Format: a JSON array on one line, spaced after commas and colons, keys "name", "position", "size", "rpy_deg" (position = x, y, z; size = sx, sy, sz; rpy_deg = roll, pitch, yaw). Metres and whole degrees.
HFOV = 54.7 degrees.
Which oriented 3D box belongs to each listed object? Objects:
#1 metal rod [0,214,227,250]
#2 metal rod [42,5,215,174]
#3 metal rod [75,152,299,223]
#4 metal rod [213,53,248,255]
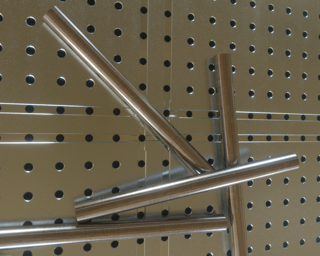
[{"name": "metal rod", "position": [-0.051, 0.130, 0.394], "size": [0.303, 0.025, 0.025], "rpy_deg": [3, 89, -21]}, {"name": "metal rod", "position": [-0.028, -0.032, 0.403], "size": [0.300, 0.025, 0.025], "rpy_deg": [46, 76, -15]}, {"name": "metal rod", "position": [0.044, 0.075, 0.407], "size": [0.302, 0.025, 0.025], "rpy_deg": [-11, 94, -12]}, {"name": "metal rod", "position": [0.104, 0.043, 0.452], "size": [0.025, 0.025, 0.298], "rpy_deg": [-6, 92, -20]}]
